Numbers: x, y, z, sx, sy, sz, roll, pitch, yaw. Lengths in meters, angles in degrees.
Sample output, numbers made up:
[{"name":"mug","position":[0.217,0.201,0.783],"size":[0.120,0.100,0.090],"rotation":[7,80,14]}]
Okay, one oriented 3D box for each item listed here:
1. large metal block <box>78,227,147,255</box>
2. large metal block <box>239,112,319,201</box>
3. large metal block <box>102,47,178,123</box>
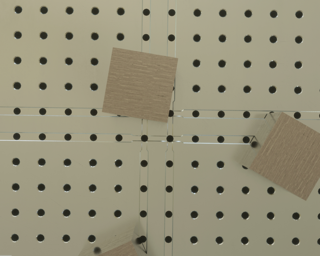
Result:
[{"name":"large metal block","position":[-0.055,0.189,0.401],"size":[0.080,0.050,0.080],"rotation":[-24,90,0]},{"name":"large metal block","position":[0.163,0.034,0.402],"size":[0.080,0.050,0.080],"rotation":[30,90,0]},{"name":"large metal block","position":[-0.024,-0.052,0.401],"size":[0.080,0.050,0.080],"rotation":[10,90,0]}]
